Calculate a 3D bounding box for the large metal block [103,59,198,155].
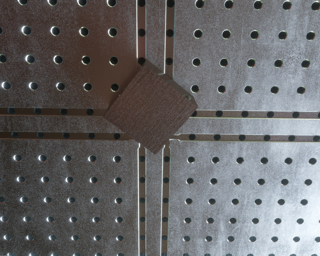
[{"bbox_3d":[-0.012,-0.027,0.390,0.080,0.050,0.080,37,106,-13],"label":"large metal block"}]
